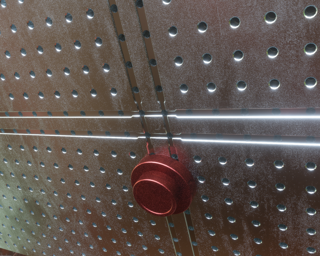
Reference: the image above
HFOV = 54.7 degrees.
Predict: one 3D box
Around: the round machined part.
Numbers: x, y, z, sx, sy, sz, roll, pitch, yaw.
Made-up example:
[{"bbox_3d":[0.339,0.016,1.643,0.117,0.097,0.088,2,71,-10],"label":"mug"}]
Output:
[{"bbox_3d":[0.000,0.091,0.455,0.098,0.042,0.097,13,124,20],"label":"round machined part"}]
